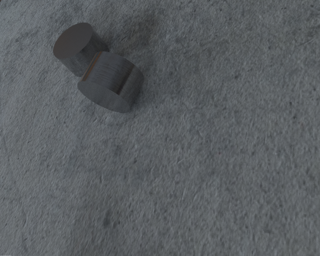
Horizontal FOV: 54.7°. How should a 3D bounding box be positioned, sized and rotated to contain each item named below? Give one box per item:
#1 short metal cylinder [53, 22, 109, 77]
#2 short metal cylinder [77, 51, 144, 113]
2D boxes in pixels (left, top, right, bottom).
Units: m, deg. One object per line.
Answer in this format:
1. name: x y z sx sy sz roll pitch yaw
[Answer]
1. short metal cylinder: -0.137 -0.136 0.541 0.080 0.050 0.080 -13 56 20
2. short metal cylinder: -0.069 -0.064 0.442 0.080 0.080 0.050 11 68 32
